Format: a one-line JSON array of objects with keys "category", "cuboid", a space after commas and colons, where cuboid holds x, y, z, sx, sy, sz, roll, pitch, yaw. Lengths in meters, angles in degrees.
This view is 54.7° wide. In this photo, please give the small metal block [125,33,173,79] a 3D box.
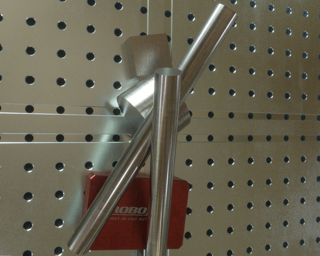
[{"category": "small metal block", "cuboid": [-0.015, -0.095, 0.408, 0.050, 0.025, 0.050, -12, 94, -20]}]

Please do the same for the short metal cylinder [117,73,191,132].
[{"category": "short metal cylinder", "cuboid": [-0.008, -0.021, 0.381, 0.050, 0.080, 0.080, -38, 103, -16]}]

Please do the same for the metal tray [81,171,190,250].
[{"category": "metal tray", "cuboid": [-0.031, 0.107, 0.400, 0.131, 0.030, 0.089, 8, 88, -20]}]

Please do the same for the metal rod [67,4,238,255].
[{"category": "metal rod", "cuboid": [-0.013, 0.009, 0.327, 0.025, 0.025, 0.299, 30, 99, -18]}]

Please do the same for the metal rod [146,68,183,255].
[{"category": "metal rod", "cuboid": [0.000, 0.083, 0.341, 0.025, 0.025, 0.298, -7, 119, -20]}]
